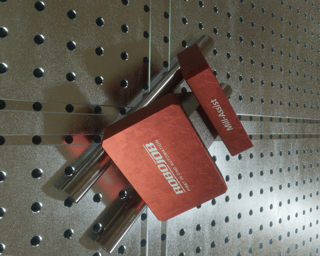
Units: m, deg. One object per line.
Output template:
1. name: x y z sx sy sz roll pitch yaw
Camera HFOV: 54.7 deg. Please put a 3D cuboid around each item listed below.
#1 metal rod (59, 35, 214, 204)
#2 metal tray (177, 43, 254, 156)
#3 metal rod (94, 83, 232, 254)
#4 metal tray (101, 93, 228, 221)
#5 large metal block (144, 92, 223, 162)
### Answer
1. metal rod: -0.013 -0.029 0.400 0.301 0.025 0.025 -50 120 -28
2. metal tray: 0.070 -0.037 0.399 0.130 0.030 0.090 54 15 -26
3. metal rod: 0.020 0.037 0.428 0.301 0.025 0.025 -49 120 -29
4. metal tray: 0.008 0.037 0.347 0.090 0.030 0.130 -28 115 9
5. large metal block: 0.027 -0.002 0.397 0.080 0.080 0.050 -50 120 -29
